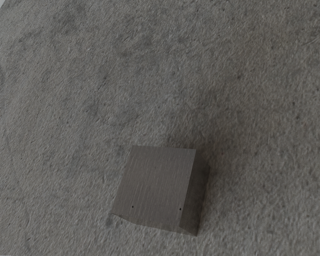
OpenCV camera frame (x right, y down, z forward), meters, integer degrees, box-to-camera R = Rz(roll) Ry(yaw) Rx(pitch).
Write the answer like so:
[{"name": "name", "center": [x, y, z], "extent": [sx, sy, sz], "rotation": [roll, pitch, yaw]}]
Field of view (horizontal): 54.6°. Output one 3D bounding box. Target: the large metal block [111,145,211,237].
[{"name": "large metal block", "center": [0.003, 0.068, 0.345], "extent": [0.080, 0.050, 0.080], "rotation": [2, 63, 29]}]
